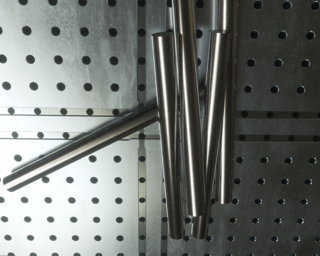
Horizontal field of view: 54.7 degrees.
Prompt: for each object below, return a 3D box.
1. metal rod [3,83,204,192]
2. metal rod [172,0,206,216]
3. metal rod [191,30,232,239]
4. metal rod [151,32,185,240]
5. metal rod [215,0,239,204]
[{"bbox_3d":[-0.080,0.015,0.417,0.301,0.025,0.025,-26,108,8],"label":"metal rod"},{"bbox_3d":[0.035,-0.035,0.373,0.025,0.025,0.298,-5,103,1],"label":"metal rod"},{"bbox_3d":[0.064,0.027,0.410,0.025,0.025,0.298,1,115,-1],"label":"metal rod"},{"bbox_3d":[0.015,0.030,0.404,0.025,0.025,0.298,-4,118,1],"label":"metal rod"},{"bbox_3d":[0.085,-0.036,0.401,0.025,0.025,0.298,-3,110,1],"label":"metal rod"}]
